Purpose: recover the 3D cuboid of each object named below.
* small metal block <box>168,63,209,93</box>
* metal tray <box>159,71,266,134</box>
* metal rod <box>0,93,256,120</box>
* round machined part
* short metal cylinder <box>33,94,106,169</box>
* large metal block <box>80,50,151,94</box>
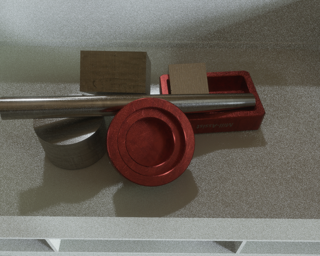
[{"bbox_3d":[0.038,-0.061,0.427,0.050,0.025,0.050,-4,76,-3],"label":"small metal block"},{"bbox_3d":[0.068,-0.037,0.431,0.131,0.030,0.090,-3,50,-4],"label":"metal tray"},{"bbox_3d":[-0.023,-0.028,0.372,0.303,0.025,0.025,-3,49,-17],"label":"metal rod"},{"bbox_3d":[-0.013,0.017,0.357,0.099,0.042,0.097,2,83,-15],"label":"round machined part"},{"bbox_3d":[-0.107,0.004,0.381,0.081,0.050,0.080,0,50,0],"label":"short metal cylinder"},{"bbox_3d":[-0.056,-0.070,0.416,0.080,0.080,0.050,2,92,2],"label":"large metal block"}]
